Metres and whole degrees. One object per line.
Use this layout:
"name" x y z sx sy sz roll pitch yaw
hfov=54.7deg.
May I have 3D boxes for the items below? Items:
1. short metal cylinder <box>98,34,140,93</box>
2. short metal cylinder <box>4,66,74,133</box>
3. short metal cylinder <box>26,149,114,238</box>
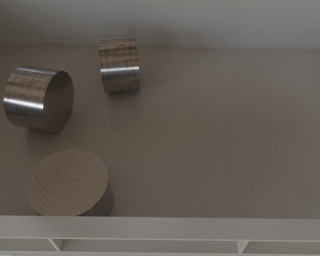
"short metal cylinder" -0.057 -0.092 0.446 0.050 0.080 0.080 -6 50 -5
"short metal cylinder" -0.153 -0.037 0.399 0.050 0.080 0.080 10 51 8
"short metal cylinder" -0.093 0.069 0.330 0.080 0.050 0.080 0 50 0
